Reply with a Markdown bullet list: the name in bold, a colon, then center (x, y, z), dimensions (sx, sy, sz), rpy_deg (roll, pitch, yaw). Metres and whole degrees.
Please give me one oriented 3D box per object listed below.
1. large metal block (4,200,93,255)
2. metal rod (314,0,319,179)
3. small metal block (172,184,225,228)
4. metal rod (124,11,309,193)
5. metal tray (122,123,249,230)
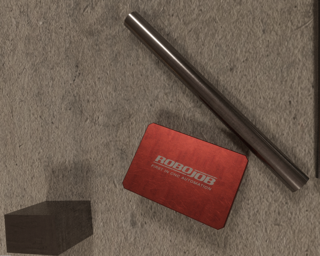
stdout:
- **large metal block**: center (-0.152, 0.135, 0.432), dimensions (0.080, 0.080, 0.050), rpy_deg (-5, 89, 19)
- **metal rod**: center (0.185, -0.094, 0.343), dimensions (0.025, 0.025, 0.298), rpy_deg (0, 90, 19)
- **small metal block**: center (0.051, 0.088, 0.390), dimensions (0.050, 0.025, 0.050), rpy_deg (31, 100, 17)
- **metal rod**: center (0.060, -0.042, 0.387), dimensions (0.025, 0.025, 0.300), rpy_deg (-46, 76, 14)
- **metal tray**: center (0.031, 0.057, 0.381), dimensions (0.130, 0.030, 0.090), rpy_deg (20, 78, 18)
